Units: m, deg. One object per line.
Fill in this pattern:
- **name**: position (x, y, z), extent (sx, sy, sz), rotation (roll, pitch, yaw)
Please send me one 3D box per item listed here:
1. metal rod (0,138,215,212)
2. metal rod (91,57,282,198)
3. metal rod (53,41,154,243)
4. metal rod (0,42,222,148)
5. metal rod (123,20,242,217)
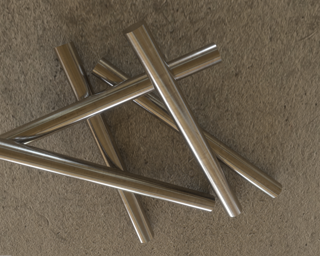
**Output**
- **metal rod**: position (-0.062, 0.065, 0.403), extent (0.302, 0.025, 0.025), rotation (18, 110, -19)
- **metal rod**: position (0.044, 0.006, 0.412), extent (0.301, 0.025, 0.025), rotation (34, 106, -12)
- **metal rod**: position (-0.068, 0.033, 0.421), extent (0.025, 0.025, 0.298), rotation (-18, 109, 6)
- **metal rod**: position (-0.073, -0.029, 0.370), extent (0.301, 0.025, 0.025), rotation (-22, 109, 7)
- **metal rod**: position (0.042, 0.011, 0.378), extent (0.025, 0.025, 0.299), rotation (-26, 122, 9)
